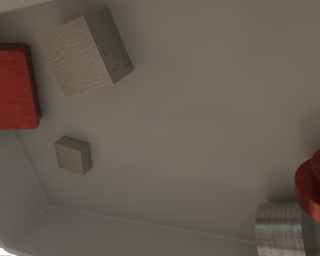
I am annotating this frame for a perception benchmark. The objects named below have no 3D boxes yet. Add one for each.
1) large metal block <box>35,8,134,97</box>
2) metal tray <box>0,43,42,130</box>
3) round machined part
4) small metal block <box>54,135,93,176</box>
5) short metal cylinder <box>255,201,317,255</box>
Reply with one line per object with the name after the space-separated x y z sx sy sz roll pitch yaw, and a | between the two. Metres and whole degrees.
-0.091 -0.091 0.382 0.080 0.050 0.080 -9 114 31 | large metal block
-0.235 -0.059 0.461 0.091 0.030 0.129 -2 124 -10 | metal tray
0.182 0.049 0.296 0.098 0.098 0.042 2 119 27 | round machined part
-0.142 0.045 0.509 0.050 0.025 0.050 15 125 19 | small metal block
0.153 0.129 0.372 0.050 0.080 0.080 -12 113 33 | short metal cylinder
